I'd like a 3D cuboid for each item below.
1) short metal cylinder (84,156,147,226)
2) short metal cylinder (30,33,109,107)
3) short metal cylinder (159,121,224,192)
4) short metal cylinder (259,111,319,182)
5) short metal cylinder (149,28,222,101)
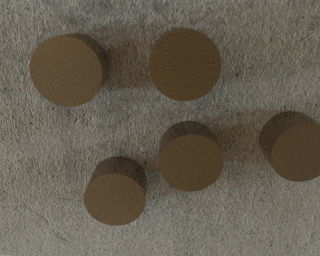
[{"bbox_3d":[-0.059,0.086,0.428,0.081,0.050,0.079,0,110,0],"label":"short metal cylinder"},{"bbox_3d":[-0.105,-0.070,0.369,0.081,0.050,0.079,0,110,0],"label":"short metal cylinder"},{"bbox_3d":[0.039,0.036,0.410,0.081,0.050,0.079,0,110,0],"label":"short metal cylinder"},{"bbox_3d":[0.178,0.023,0.406,0.081,0.050,0.079,0,110,0],"label":"short metal cylinder"},{"bbox_3d":[0.028,-0.077,0.368,0.081,0.050,0.079,0,110,0],"label":"short metal cylinder"}]
